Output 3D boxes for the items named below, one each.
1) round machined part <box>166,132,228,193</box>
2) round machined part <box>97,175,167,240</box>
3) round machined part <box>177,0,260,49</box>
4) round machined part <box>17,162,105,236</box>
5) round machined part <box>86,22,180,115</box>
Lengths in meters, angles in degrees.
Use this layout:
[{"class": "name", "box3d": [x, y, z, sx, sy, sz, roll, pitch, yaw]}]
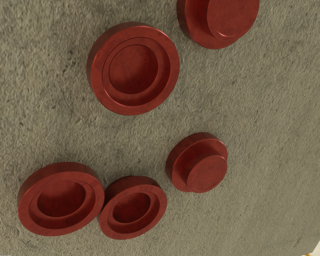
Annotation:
[{"class": "round machined part", "box3d": [0.061, 0.059, 0.465, 0.099, 0.042, 0.097, -14, 124, -21]}, {"class": "round machined part", "box3d": [-0.043, 0.107, 0.438, 0.099, 0.042, 0.097, -14, 124, -21]}, {"class": "round machined part", "box3d": [0.072, -0.137, 0.350, 0.099, 0.042, 0.097, -14, 124, -21]}, {"class": "round machined part", "box3d": [-0.121, 0.081, 0.380, 0.099, 0.042, 0.097, -14, 124, -21]}, {"class": "round machined part", "box3d": [-0.031, -0.066, 0.338, 0.099, 0.042, 0.097, -14, 124, -21]}]
